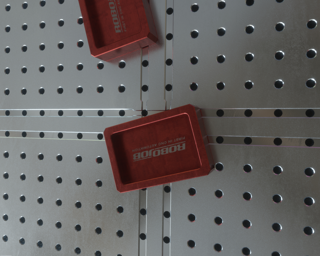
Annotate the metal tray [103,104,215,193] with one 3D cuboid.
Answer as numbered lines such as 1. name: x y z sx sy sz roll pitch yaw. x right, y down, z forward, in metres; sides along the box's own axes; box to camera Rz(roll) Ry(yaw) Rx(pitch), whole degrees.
1. metal tray: -0.003 0.028 0.410 0.130 0.030 0.090 -15 85 19

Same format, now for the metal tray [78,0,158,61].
1. metal tray: -0.063 -0.170 0.431 0.090 0.030 0.129 -15 85 19
